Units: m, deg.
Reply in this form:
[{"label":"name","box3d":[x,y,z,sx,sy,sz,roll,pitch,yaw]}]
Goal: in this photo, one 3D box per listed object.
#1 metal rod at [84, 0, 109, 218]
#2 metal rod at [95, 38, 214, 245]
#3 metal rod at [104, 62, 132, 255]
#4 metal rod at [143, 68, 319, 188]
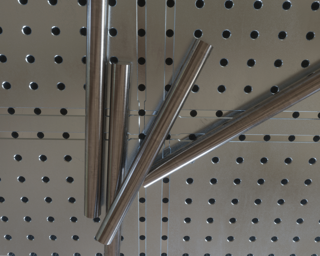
[{"label":"metal rod","box3d":[-0.085,-0.013,0.407,0.025,0.025,0.298,5,110,-2]},{"label":"metal rod","box3d":[-0.013,0.027,0.407,0.025,0.025,0.298,25,102,-9]},{"label":"metal rod","box3d":[-0.061,0.059,0.434,0.025,0.025,0.298,5,110,-2]},{"label":"metal rod","box3d":[0.102,-0.002,0.414,0.300,0.025,0.025,-31,108,10]}]
